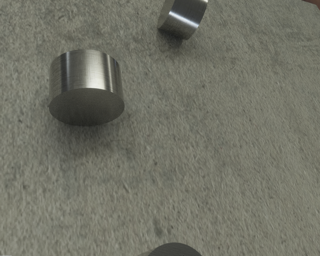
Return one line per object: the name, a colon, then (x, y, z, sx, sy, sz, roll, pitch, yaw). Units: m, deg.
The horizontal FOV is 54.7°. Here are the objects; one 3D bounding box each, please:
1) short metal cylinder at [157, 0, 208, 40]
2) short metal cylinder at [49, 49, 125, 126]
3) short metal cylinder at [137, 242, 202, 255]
short metal cylinder: (0.036, -0.191, 0.506, 0.050, 0.080, 0.080, 20, 54, -17)
short metal cylinder: (-0.083, -0.043, 0.351, 0.081, 0.080, 0.050, 5, 60, -26)
short metal cylinder: (0.006, 0.156, 0.297, 0.081, 0.050, 0.080, 14, 56, -21)
